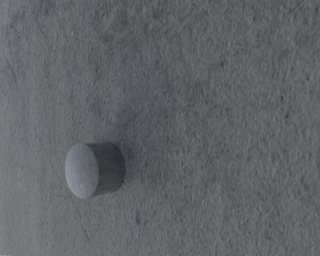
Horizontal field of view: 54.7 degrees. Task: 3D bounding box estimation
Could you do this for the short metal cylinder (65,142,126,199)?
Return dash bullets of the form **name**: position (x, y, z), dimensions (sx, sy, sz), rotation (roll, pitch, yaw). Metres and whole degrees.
- **short metal cylinder**: position (-0.098, 0.062, 0.467), dimensions (0.080, 0.050, 0.079), rotation (0, 90, 39)
